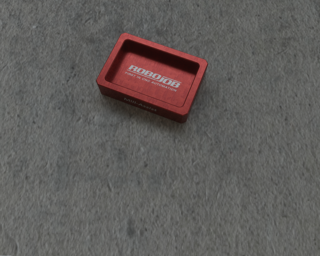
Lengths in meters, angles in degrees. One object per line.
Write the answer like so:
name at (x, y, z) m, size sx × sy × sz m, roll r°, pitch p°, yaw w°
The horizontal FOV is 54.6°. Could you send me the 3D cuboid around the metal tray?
metal tray at (-0.010, -0.071, 0.431) m, size 0.130 × 0.030 × 0.090 m, roll 21°, pitch 71°, yaw 7°
